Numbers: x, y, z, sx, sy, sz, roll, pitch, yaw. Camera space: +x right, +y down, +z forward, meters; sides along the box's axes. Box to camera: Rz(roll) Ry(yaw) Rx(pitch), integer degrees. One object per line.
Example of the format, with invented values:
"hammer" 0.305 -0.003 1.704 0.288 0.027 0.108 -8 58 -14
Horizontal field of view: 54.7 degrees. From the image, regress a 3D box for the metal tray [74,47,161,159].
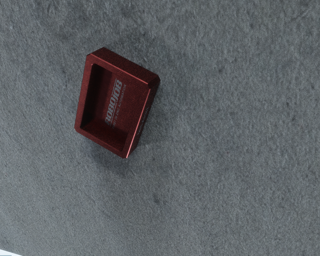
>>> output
"metal tray" -0.062 -0.030 0.415 0.090 0.030 0.129 29 128 9
